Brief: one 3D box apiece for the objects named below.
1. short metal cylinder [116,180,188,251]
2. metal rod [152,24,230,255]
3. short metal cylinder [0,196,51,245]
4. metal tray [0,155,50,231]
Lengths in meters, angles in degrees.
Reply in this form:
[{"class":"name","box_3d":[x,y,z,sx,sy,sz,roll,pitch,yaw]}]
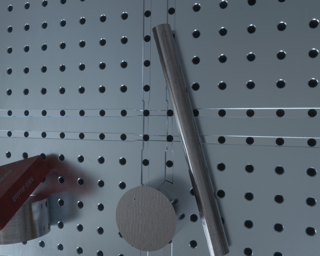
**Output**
[{"class":"short metal cylinder","box_3d":[-0.010,0.111,0.403,0.080,0.050,0.080,0,90,20]},{"class":"metal rod","box_3d":[0.038,0.011,0.398,0.025,0.025,0.298,-16,85,19]},{"class":"short metal cylinder","box_3d":[-0.205,0.132,0.456,0.080,0.080,0.050,-6,88,20]},{"class":"metal tray","box_3d":[-0.228,0.094,0.438,0.090,0.130,0.030,-16,114,19]}]
